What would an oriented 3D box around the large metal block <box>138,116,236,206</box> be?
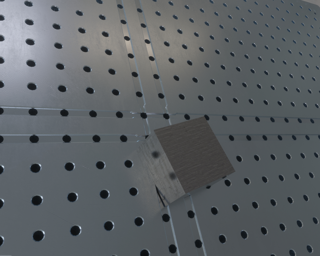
[{"bbox_3d":[0.032,0.039,0.385,0.081,0.050,0.080,-15,70,-34],"label":"large metal block"}]
